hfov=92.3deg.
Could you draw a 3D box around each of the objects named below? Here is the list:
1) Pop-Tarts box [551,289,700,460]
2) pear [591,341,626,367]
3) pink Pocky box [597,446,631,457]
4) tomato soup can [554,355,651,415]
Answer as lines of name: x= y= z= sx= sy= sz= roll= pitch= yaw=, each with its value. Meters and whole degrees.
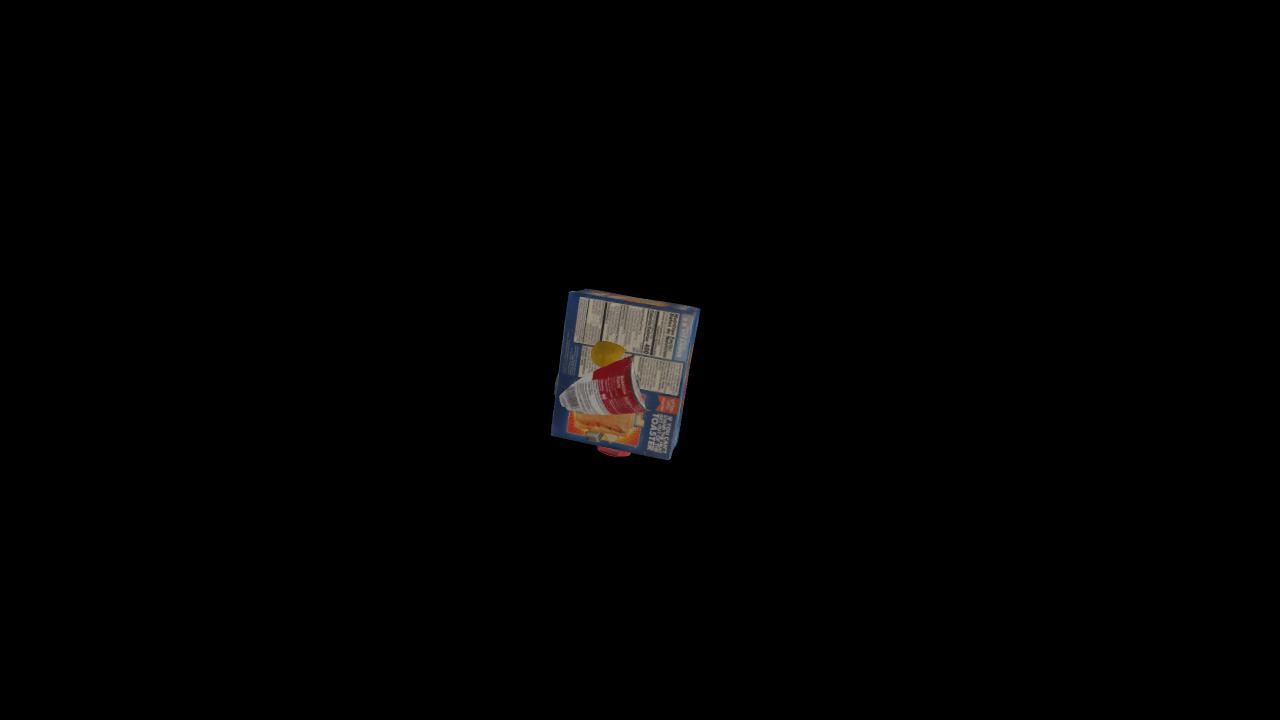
Pop-Tarts box: x=-0.015 y=0.012 z=0.703 sx=0.141 sy=0.167 sz=0.083 roll=10 pitch=12 yaw=8
pear: x=-0.013 y=-0.009 z=0.680 sx=0.111 sy=0.080 sz=0.080 roll=-3 pitch=-2 yaw=42
pink Pocky box: x=-0.007 y=0.039 z=0.736 sx=0.029 sy=0.155 sz=0.084 roll=18 pitch=-6 yaw=11
tomato soup can: x=-0.036 y=0.032 z=0.690 sx=0.101 sy=0.068 sz=0.068 roll=-12 pitch=-6 yaw=27
